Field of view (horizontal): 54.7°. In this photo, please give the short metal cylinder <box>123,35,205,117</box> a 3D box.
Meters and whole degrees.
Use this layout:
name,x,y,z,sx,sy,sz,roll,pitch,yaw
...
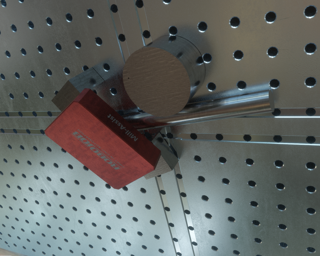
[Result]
name,x,y,z,sx,sy,sz,roll,pitch,yaw
short metal cylinder,0.005,-0.060,0.353,0.080,0.050,0.079,13,124,20

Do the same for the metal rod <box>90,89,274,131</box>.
name,x,y,z,sx,sy,sz,roll,pitch,yaw
metal rod,-0.008,-0.011,0.407,0.300,0.025,0.025,-8,115,31

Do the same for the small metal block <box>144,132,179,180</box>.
name,x,y,z,sx,sy,sz,roll,pitch,yaw
small metal block,-0.010,0.040,0.439,0.050,0.025,0.050,-26,105,36

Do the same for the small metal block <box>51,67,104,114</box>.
name,x,y,z,sx,sy,sz,roll,pitch,yaw
small metal block,-0.111,-0.051,0.420,0.025,0.050,0.050,49,128,-7

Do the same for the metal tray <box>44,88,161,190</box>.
name,x,y,z,sx,sy,sz,roll,pitch,yaw
metal tray,-0.075,0.020,0.408,0.130,0.030,0.090,42,130,-16
